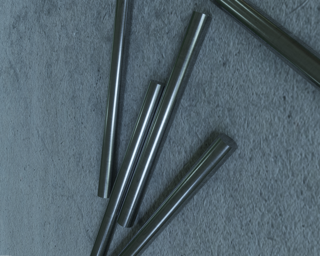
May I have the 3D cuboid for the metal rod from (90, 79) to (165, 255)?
[{"bbox_3d":[-0.051,0.075,0.447,0.025,0.025,0.298,32,110,35],"label":"metal rod"}]

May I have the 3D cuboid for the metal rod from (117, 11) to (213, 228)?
[{"bbox_3d":[0.000,0.001,0.404,0.025,0.025,0.298,32,110,35],"label":"metal rod"}]

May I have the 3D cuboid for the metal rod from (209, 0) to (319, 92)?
[{"bbox_3d":[0.110,-0.097,0.314,0.300,0.025,0.025,52,120,27],"label":"metal rod"}]

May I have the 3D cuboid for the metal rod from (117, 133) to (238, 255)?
[{"bbox_3d":[-0.003,0.123,0.407,0.025,0.025,0.298,50,119,28],"label":"metal rod"}]

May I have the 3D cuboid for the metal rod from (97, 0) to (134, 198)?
[{"bbox_3d":[-0.066,-0.044,0.459,0.025,0.025,0.298,11,97,39],"label":"metal rod"}]
